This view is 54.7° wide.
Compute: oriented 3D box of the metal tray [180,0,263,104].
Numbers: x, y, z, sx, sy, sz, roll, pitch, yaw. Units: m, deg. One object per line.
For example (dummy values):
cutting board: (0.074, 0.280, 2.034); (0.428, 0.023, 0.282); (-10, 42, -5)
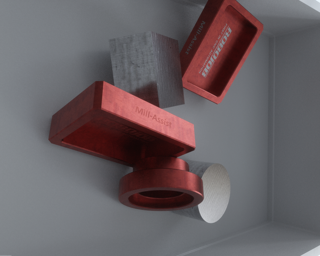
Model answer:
metal tray: (0.080, -0.107, 0.436); (0.091, 0.030, 0.129); (20, 104, -39)

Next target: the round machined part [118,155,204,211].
round machined part: (0.001, 0.065, 0.368); (0.098, 0.098, 0.042); (25, 52, -38)

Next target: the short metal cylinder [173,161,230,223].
short metal cylinder: (0.056, 0.087, 0.434); (0.081, 0.050, 0.079); (-2, 92, -47)

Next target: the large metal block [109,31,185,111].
large metal block: (-0.012, -0.063, 0.362); (0.080, 0.050, 0.079); (-19, 104, -65)

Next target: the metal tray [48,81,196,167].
metal tray: (-0.037, 0.005, 0.331); (0.131, 0.090, 0.030); (23, 53, -38)
